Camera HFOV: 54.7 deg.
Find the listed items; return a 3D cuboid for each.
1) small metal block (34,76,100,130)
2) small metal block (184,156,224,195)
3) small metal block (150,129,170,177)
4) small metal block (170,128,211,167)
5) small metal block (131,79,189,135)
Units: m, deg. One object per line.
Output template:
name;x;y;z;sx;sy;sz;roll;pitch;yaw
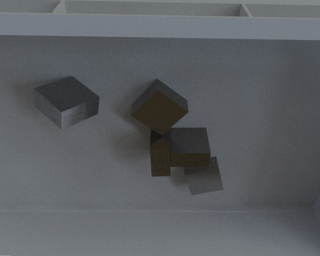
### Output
small metal block;-0.106;-0.030;0.352;0.050;0.050;0.025;37;134;24
small metal block;0.067;0.074;0.473;0.050;0.025;0.050;-12;129;9
small metal block;0.001;0.030;0.418;0.025;0.050;0.050;-1;130;1
small metal block;0.039;0.025;0.415;0.050;0.050;0.025;0;130;0
small metal block;-0.001;-0.025;0.388;0.050;0.025;0.050;33;123;-25
